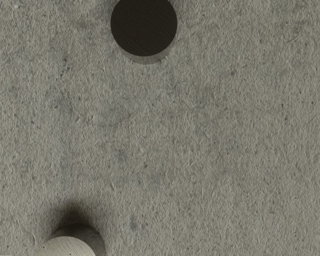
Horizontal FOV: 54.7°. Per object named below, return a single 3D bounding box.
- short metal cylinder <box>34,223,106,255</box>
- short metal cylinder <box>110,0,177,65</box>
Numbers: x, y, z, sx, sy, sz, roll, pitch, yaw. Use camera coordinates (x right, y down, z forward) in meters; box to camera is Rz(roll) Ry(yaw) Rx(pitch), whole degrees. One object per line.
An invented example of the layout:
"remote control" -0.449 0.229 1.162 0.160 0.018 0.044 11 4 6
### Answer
"short metal cylinder" -0.114 0.170 0.397 0.081 0.050 0.080 0 90 0
"short metal cylinder" -0.019 -0.126 0.397 0.081 0.050 0.080 0 90 0
